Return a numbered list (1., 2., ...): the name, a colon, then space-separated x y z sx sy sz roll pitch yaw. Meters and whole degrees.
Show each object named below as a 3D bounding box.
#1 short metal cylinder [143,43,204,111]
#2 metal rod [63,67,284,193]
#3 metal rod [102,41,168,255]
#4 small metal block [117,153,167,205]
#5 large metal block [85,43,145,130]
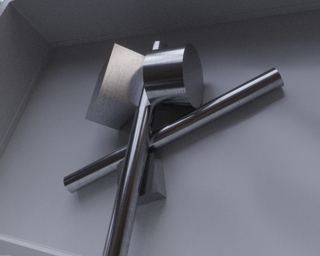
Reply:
1. short metal cylinder: 0.019 -0.063 0.395 0.050 0.080 0.080 -3 60 25
2. metal rod: 0.009 0.008 0.392 0.301 0.025 0.025 -28 53 10
3. metal rod: -0.025 0.014 0.373 0.025 0.025 0.300 -4 58 25
4. small metal block: -0.023 0.064 0.376 0.050 0.025 0.050 -19 54 16
5. large metal block: -0.060 -0.053 0.425 0.080 0.050 0.080 -40 34 57
